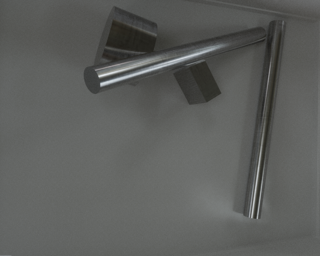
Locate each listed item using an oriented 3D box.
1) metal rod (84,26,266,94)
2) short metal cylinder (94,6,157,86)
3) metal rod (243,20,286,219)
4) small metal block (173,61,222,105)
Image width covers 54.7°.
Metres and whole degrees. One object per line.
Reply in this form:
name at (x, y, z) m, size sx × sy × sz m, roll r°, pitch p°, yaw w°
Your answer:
metal rod at (0.044, -0.092, 0.372) m, size 0.302 × 0.025 × 0.025 m, roll -25°, pitch 99°, yaw -40°
short metal cylinder at (-0.043, -0.095, 0.366) m, size 0.050 × 0.080 × 0.080 m, roll 16°, pitch 85°, yaw -20°
metal rod at (0.160, -0.015, 0.471) m, size 0.025 × 0.025 × 0.298 m, roll 10°, pitch 87°, yaw -20°
small metal block at (0.049, -0.060, 0.417) m, size 0.025 × 0.050 × 0.050 m, roll -32°, pitch 101°, yaw -17°
